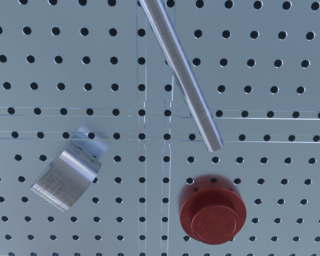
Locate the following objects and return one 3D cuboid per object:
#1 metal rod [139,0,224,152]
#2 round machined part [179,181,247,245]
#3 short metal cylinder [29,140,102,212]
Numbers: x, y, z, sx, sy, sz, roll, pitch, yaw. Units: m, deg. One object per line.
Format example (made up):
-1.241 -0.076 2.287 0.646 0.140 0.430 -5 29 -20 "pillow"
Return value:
0.012 -0.101 0.376 0.025 0.025 0.299 -24 109 8 "metal rod"
0.078 0.130 0.454 0.099 0.042 0.097 0 110 -1 "round machined part"
-0.122 0.062 0.405 0.050 0.080 0.080 41 105 -14 "short metal cylinder"
